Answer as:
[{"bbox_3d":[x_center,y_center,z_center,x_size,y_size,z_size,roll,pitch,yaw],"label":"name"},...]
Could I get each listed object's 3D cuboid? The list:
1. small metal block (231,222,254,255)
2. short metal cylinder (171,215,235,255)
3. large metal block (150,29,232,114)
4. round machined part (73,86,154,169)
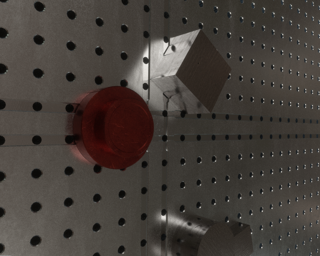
[{"bbox_3d":[0.130,0.194,0.522,0.050,0.025,0.050,-16,101,-39],"label":"small metal block"},{"bbox_3d":[0.063,0.172,0.449,0.081,0.050,0.079,0,90,-40],"label":"short metal cylinder"},{"bbox_3d":[0.045,-0.076,0.433,0.080,0.050,0.080,42,64,-32],"label":"large metal block"},{"bbox_3d":[-0.046,-0.001,0.361,0.099,0.042,0.097,0,90,-40],"label":"round machined part"}]
